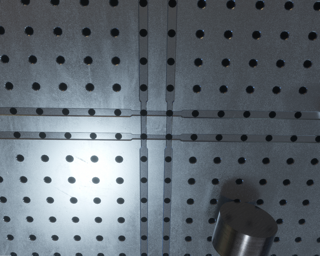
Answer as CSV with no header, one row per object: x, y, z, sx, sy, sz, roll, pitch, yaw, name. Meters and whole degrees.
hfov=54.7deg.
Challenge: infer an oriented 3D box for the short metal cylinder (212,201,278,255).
0.119,0.148,0.440,0.081,0.080,0.050,9,110,-4,short metal cylinder
